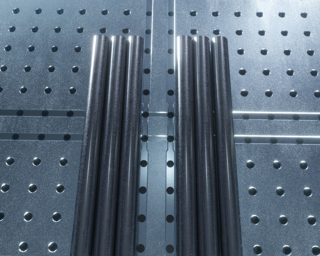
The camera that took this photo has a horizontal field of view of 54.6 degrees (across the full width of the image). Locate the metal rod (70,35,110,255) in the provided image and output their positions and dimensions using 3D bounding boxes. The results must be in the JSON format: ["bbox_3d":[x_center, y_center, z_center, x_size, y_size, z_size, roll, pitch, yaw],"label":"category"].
[{"bbox_3d":[-0.089,0.010,0.407,0.025,0.025,0.299,1,70,0],"label":"metal rod"}]

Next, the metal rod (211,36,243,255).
[{"bbox_3d":[0.085,0.012,0.407,0.025,0.025,0.299,1,70,0],"label":"metal rod"}]

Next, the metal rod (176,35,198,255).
[{"bbox_3d":[0.033,0.011,0.407,0.025,0.025,0.299,1,70,0],"label":"metal rod"}]

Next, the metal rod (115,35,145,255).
[{"bbox_3d":[-0.038,0.011,0.407,0.025,0.025,0.299,1,70,0],"label":"metal rod"}]

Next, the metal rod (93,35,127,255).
[{"bbox_3d":[-0.063,0.011,0.407,0.025,0.025,0.299,1,70,0],"label":"metal rod"}]

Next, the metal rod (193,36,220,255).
[{"bbox_3d":[0.058,0.011,0.407,0.025,0.025,0.299,1,70,0],"label":"metal rod"}]
